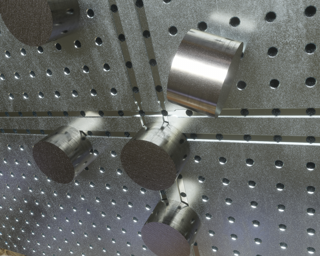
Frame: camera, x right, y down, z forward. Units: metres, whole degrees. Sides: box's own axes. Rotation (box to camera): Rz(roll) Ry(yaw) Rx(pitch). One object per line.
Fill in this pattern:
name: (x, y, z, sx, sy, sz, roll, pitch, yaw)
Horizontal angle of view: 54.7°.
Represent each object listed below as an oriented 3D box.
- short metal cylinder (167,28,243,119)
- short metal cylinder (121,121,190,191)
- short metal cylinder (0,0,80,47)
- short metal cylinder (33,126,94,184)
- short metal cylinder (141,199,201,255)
short metal cylinder: (0.047, -0.055, 0.316, 0.050, 0.080, 0.079, 21, 126, 15)
short metal cylinder: (-0.006, 0.038, 0.420, 0.080, 0.050, 0.079, 13, 124, 20)
short metal cylinder: (-0.147, -0.146, 0.380, 0.080, 0.050, 0.079, 13, 124, 20)
short metal cylinder: (-0.156, 0.043, 0.501, 0.080, 0.050, 0.079, 13, 124, 20)
short metal cylinder: (0.018, 0.159, 0.483, 0.080, 0.050, 0.079, 13, 124, 20)
